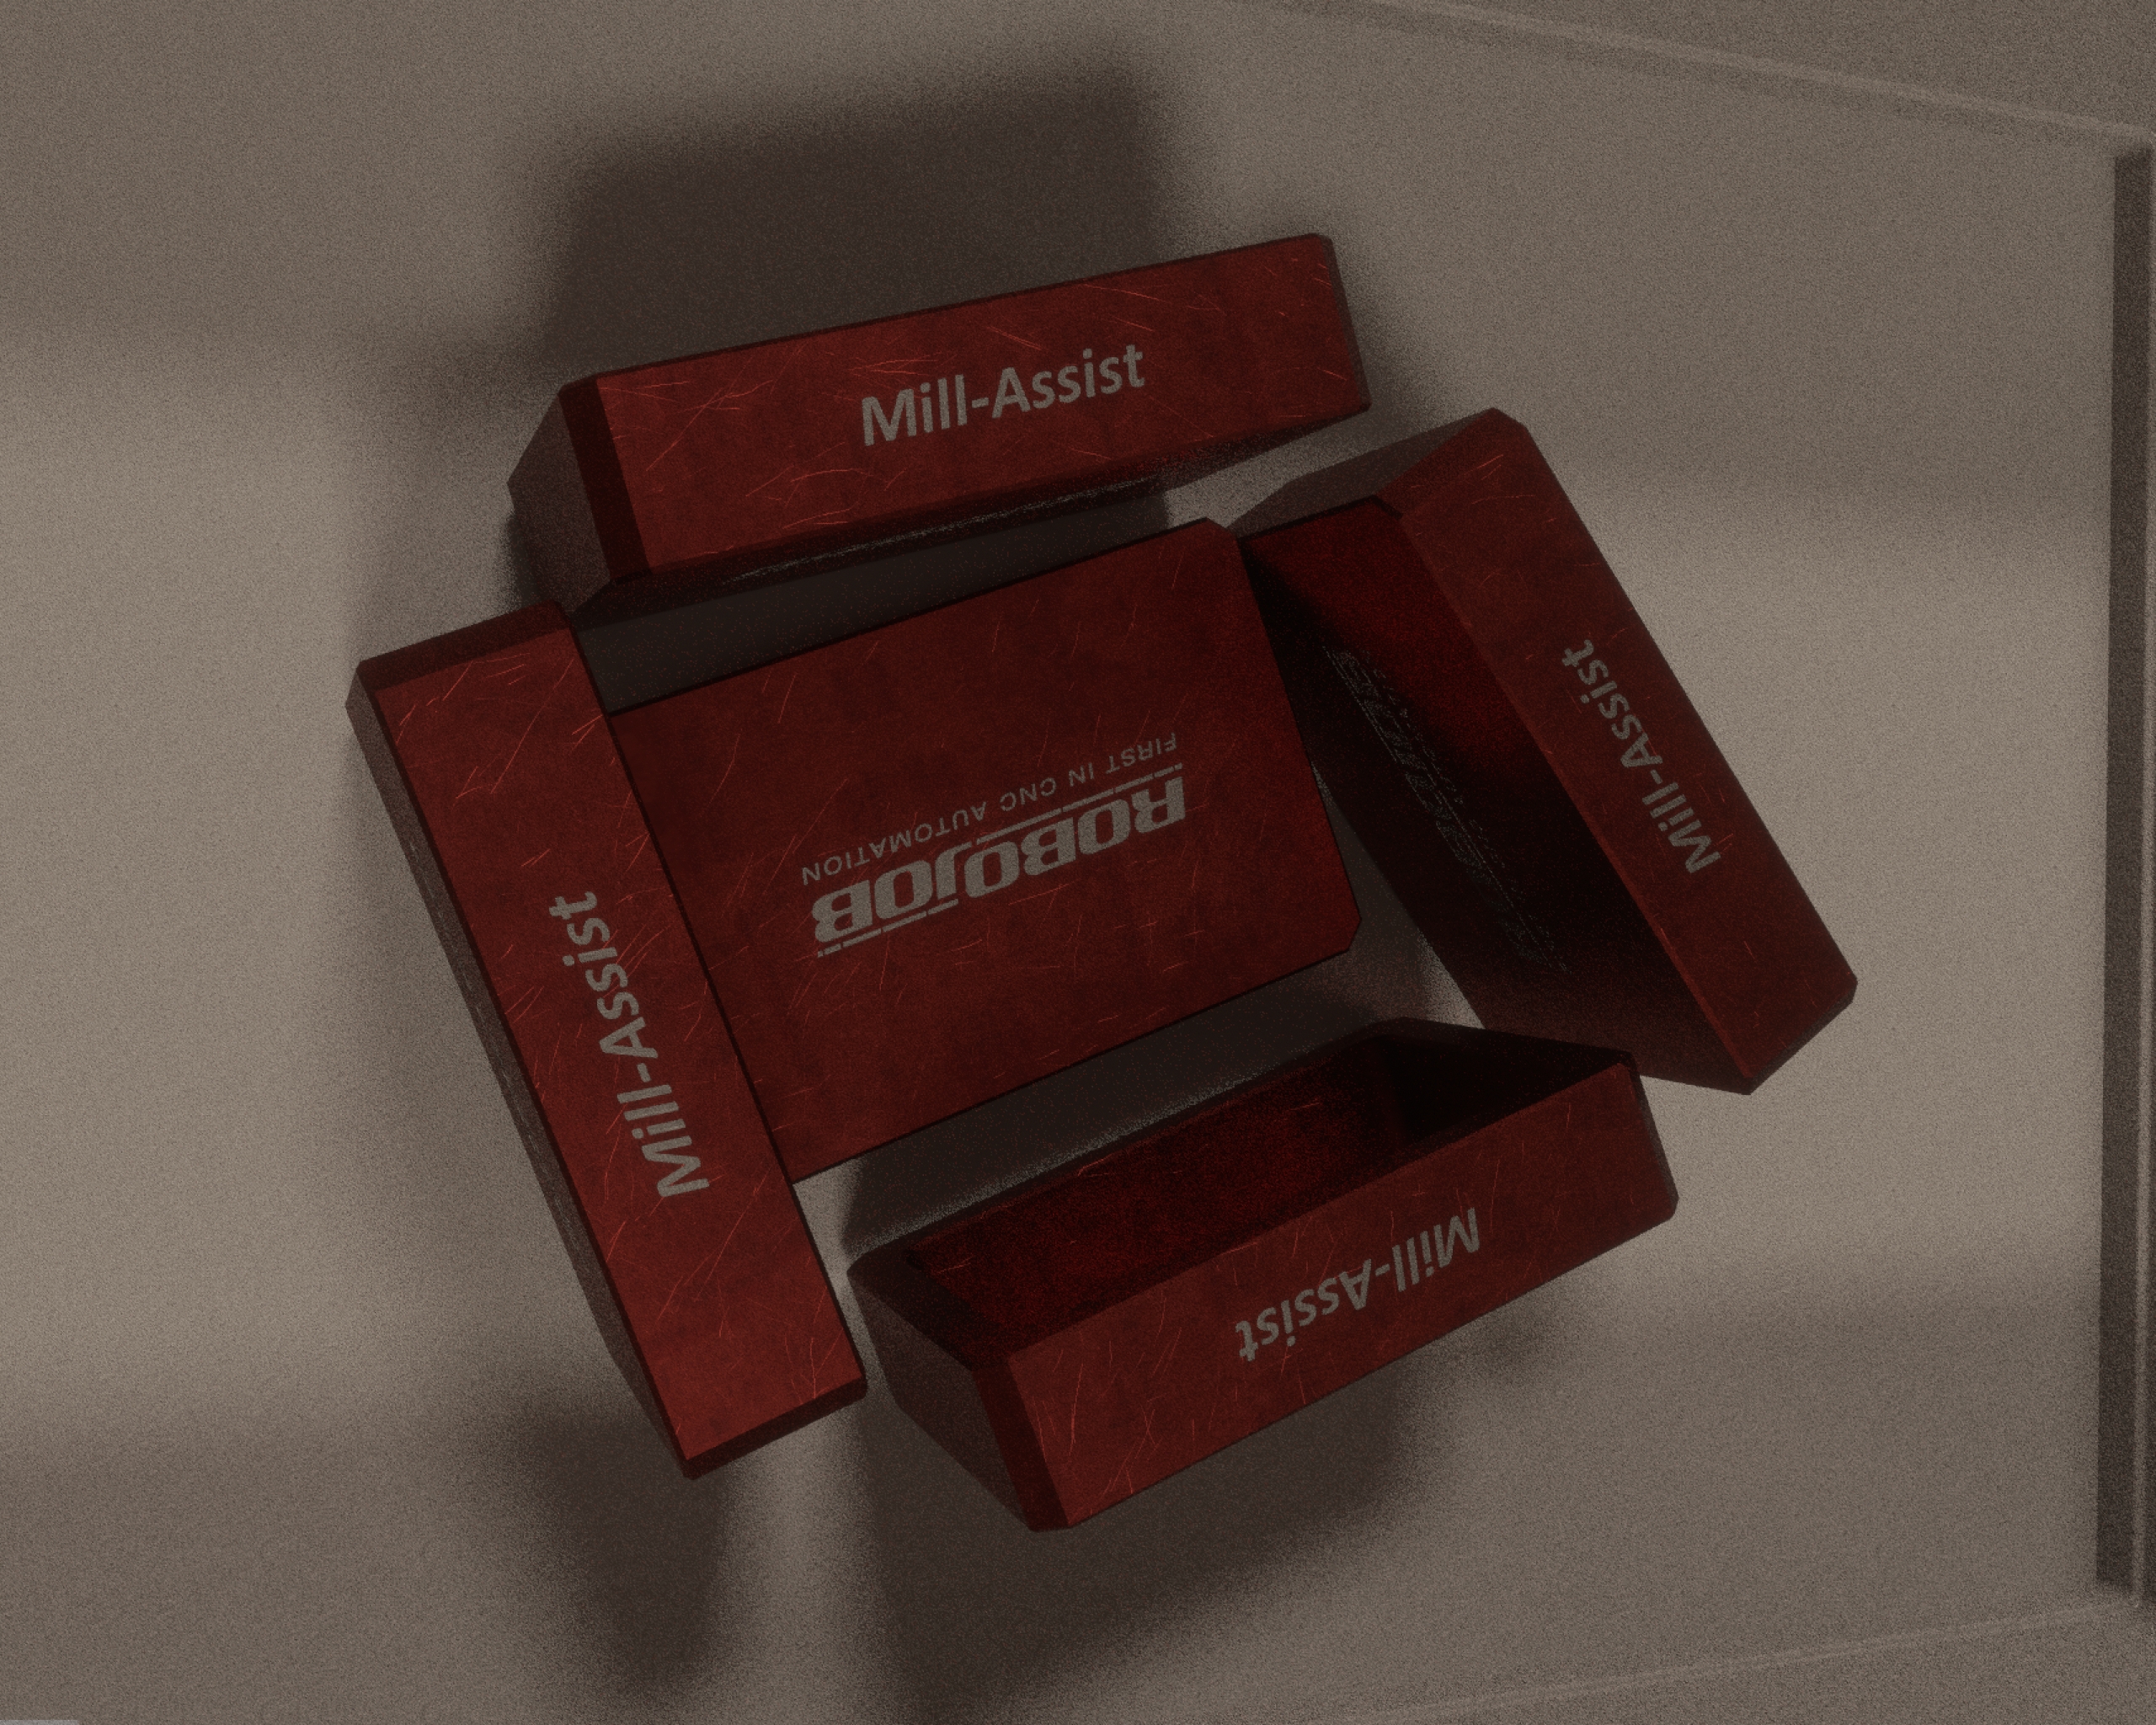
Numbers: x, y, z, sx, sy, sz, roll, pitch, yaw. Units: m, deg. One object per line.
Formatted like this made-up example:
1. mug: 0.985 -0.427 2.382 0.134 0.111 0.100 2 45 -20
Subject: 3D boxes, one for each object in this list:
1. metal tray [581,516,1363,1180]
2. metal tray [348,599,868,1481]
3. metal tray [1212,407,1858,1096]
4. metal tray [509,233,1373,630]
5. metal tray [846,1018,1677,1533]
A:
1. metal tray: -0.019 -0.004 0.399 0.131 0.030 0.090 -21 97 -19
2. metal tray: -0.081 0.027 0.344 0.030 0.090 0.129 -23 98 -19
3. metal tray: 0.083 -0.019 0.407 0.030 0.090 0.130 -38 103 -15
4. metal tray: -0.027 -0.073 0.364 0.131 0.090 0.030 -17 96 -20
5. metal tray: 0.031 0.069 0.387 0.131 0.090 0.030 -22 98 -19
